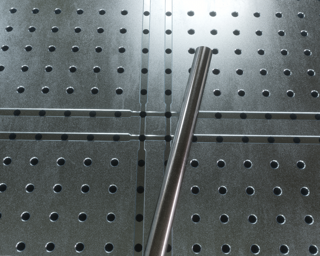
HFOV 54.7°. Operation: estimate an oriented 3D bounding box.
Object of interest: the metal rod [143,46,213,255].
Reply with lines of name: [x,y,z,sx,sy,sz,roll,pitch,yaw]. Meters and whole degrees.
metal rod: [0.027,0.024,0.403,0.025,0.025,0.299,14,70,4]
